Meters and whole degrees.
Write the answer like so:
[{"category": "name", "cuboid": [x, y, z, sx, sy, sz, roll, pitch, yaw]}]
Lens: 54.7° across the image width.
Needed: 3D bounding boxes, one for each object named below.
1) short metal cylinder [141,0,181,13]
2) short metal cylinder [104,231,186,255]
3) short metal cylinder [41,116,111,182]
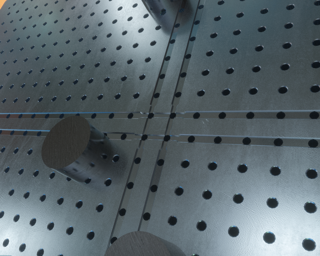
[{"category": "short metal cylinder", "cuboid": [-0.001, -0.252, 0.548, 0.080, 0.050, 0.080, -13, 56, 21]}, {"category": "short metal cylinder", "cuboid": [-0.014, 0.149, 0.308, 0.080, 0.050, 0.080, -13, 56, 21]}, {"category": "short metal cylinder", "cuboid": [-0.117, 0.029, 0.435, 0.080, 0.050, 0.080, -13, 56, 21]}]
